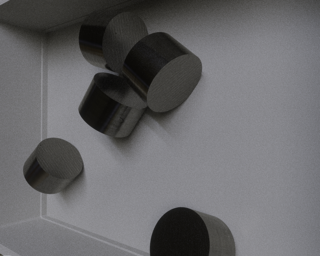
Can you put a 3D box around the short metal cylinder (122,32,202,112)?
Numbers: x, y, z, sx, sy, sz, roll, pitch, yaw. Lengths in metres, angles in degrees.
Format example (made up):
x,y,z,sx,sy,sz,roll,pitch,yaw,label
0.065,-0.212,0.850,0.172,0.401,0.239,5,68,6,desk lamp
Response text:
x,y,z,sx,sy,sz,roll,pitch,yaw,label
0.003,-0.065,0.369,0.050,0.081,0.080,47,118,30,short metal cylinder

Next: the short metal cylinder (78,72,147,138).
x,y,z,sx,sy,sz,roll,pitch,yaw,label
-0.063,-0.032,0.423,0.080,0.081,0.050,48,119,29,short metal cylinder

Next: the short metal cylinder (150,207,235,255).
x,y,z,sx,sy,sz,roll,pitch,yaw,label
0.035,0.133,0.344,0.080,0.050,0.080,-23,54,35,short metal cylinder

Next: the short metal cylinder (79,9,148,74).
x,y,z,sx,sy,sz,roll,pitch,yaw,label
-0.062,-0.118,0.422,0.050,0.081,0.079,23,104,38,short metal cylinder

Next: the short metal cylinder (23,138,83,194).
x,y,z,sx,sy,sz,roll,pitch,yaw,label
-0.178,0.063,0.519,0.050,0.081,0.080,-43,64,31,short metal cylinder
